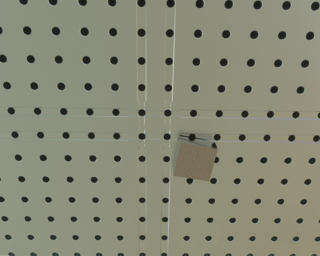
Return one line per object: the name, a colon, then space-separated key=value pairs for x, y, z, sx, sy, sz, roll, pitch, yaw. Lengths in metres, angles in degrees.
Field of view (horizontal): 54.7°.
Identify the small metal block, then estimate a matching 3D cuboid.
small metal block: x=0.048 y=0.043 z=0.430 sx=0.050 sy=0.025 sz=0.050 roll=10 pitch=110 yaw=-4
